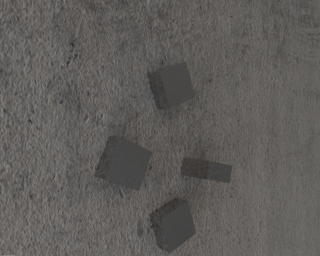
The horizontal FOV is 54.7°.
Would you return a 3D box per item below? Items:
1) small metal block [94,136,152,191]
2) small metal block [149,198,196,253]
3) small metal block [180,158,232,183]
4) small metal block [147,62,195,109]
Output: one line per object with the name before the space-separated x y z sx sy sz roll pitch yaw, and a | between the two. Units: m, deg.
small metal block | -0.043 0.042 0.369 0.050 0.025 0.050 29 72 -36
small metal block | 0.018 0.130 0.420 0.050 0.025 0.050 -23 104 -38
small metal block | 0.066 0.061 0.444 0.050 0.050 0.025 16 80 -39
small metal block | 0.016 -0.057 0.417 0.050 0.025 0.050 -27 107 -37
